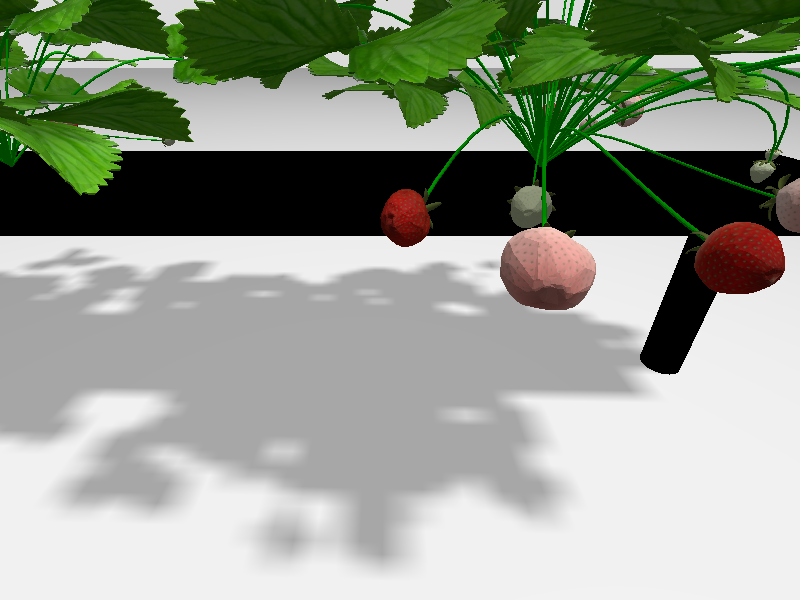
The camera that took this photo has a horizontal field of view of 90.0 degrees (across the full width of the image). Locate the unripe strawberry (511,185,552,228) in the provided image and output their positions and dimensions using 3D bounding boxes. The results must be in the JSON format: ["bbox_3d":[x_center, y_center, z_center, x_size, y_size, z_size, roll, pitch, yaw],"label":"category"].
[{"bbox_3d":[0.070,-0.049,0.216,0.022,0.023,0.023,10,34,16],"label":"unripe strawberry"}]

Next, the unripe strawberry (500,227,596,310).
[{"bbox_3d":[0.052,-0.010,0.143,0.033,0.028,0.033,9,33,14],"label":"unripe strawberry"}]

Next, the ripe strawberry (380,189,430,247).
[{"bbox_3d":[0.001,-0.039,0.192,0.024,0.027,0.026,20,38,30],"label":"ripe strawberry"}]

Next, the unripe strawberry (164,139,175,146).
[{"bbox_3d":[-0.240,-0.167,0.417,0.011,0.011,0.011,27,40,36],"label":"unripe strawberry"}]

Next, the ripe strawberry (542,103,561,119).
[{"bbox_3d":[0.171,-0.207,0.460,0.030,0.034,0.033,10,32,16],"label":"ripe strawberry"}]

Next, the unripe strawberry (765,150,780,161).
[{"bbox_3d":[0.329,-0.128,0.354,0.010,0.010,0.009,-3,32,-4],"label":"unripe strawberry"}]

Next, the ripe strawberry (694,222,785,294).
[{"bbox_3d":[0.133,-0.015,0.155,0.027,0.028,0.029,-2,32,-3],"label":"ripe strawberry"}]

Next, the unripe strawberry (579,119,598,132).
[{"bbox_3d":[0.221,-0.204,0.471,0.019,0.017,0.019,19,-11,28],"label":"unripe strawberry"}]

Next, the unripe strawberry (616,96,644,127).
[{"bbox_3d":[0.297,-0.244,0.516,0.033,0.038,0.036,23,38,32],"label":"unripe strawberry"}]

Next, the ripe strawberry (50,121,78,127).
[{"bbox_3d":[-0.403,-0.215,0.480,0.029,0.025,0.029,-12,33,-19],"label":"ripe strawberry"}]

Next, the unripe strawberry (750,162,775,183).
[{"bbox_3d":[0.257,-0.091,0.285,0.012,0.015,0.015,13,34,20],"label":"unripe strawberry"}]
